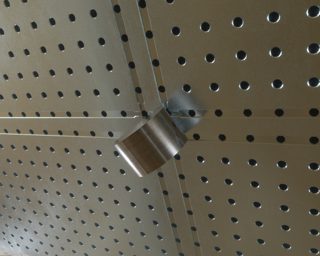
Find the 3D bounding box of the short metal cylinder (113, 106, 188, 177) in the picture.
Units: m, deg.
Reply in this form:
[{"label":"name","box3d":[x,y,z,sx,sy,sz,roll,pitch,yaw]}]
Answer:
[{"label":"short metal cylinder","box3d":[-0.012,0.017,0.392,0.080,0.080,0.050,-32,100,38]}]
